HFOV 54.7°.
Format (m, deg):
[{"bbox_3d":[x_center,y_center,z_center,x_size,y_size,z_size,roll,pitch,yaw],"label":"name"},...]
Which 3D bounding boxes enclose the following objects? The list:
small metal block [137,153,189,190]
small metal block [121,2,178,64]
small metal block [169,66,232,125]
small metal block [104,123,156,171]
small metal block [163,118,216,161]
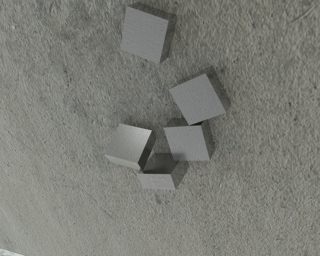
[{"bbox_3d":[0.006,0.058,0.424,0.050,0.050,0.025,-4,116,30],"label":"small metal block"},{"bbox_3d":[-0.013,-0.107,0.348,0.050,0.025,0.050,24,127,13],"label":"small metal block"},{"bbox_3d":[0.047,-0.037,0.359,0.050,0.025,0.050,-20,108,35],"label":"small metal block"},{"bbox_3d":[-0.040,0.026,0.424,0.050,0.050,0.025,12,153,21],"label":"small metal block"},{"bbox_3d":[0.038,0.014,0.395,0.050,0.025,0.050,-4,117,30],"label":"small metal block"}]
